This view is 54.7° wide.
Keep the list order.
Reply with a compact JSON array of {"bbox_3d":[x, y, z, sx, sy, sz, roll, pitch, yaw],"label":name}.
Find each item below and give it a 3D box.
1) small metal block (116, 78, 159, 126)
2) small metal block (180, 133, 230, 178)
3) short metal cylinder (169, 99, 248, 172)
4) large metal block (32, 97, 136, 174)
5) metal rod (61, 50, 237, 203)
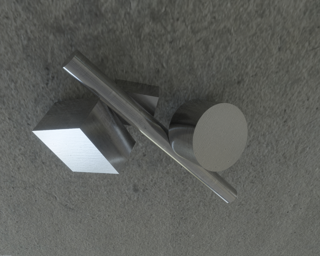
[{"bbox_3d":[-0.031,-0.029,0.384,0.050,0.025,0.050,9,130,-9],"label":"small metal block"},{"bbox_3d":[0.063,0.040,0.445,0.050,0.025,0.050,19,128,-16],"label":"small metal block"},{"bbox_3d":[0.058,0.007,0.373,0.081,0.050,0.079,-6,103,-29],"label":"short metal cylinder"},{"bbox_3d":[-0.090,0.011,0.379,0.080,0.050,0.080,-3,136,33],"label":"large metal block"},{"bbox_3d":[0.006,0.015,0.389,0.025,0.025,0.300,-34,123,25],"label":"metal rod"}]
